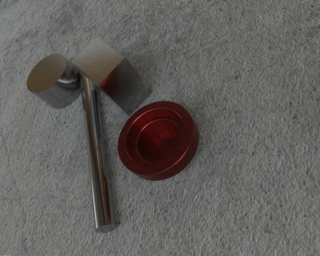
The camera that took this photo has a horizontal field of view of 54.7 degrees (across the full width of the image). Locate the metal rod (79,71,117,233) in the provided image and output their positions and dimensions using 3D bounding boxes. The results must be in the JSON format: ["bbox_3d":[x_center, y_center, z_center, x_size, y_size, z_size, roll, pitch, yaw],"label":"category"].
[{"bbox_3d":[-0.096,0.002,0.451,0.025,0.025,0.299,-25,53,12],"label":"metal rod"}]

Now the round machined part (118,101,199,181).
[{"bbox_3d":[0.001,0.019,0.380,0.098,0.042,0.098,-13,56,20],"label":"round machined part"}]

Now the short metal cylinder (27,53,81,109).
[{"bbox_3d":[-0.176,-0.079,0.526,0.080,0.050,0.080,-13,56,20],"label":"short metal cylinder"}]

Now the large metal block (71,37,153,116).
[{"bbox_3d":[-0.068,-0.074,0.448,0.050,0.080,0.080,-47,52,-4],"label":"large metal block"}]
